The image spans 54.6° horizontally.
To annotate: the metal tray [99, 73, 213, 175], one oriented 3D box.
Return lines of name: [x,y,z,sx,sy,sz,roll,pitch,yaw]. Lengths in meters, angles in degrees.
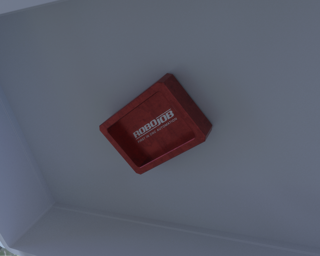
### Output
metal tray: [-0.009,0.000,0.407,0.130,0.030,0.090,-32,101,38]
